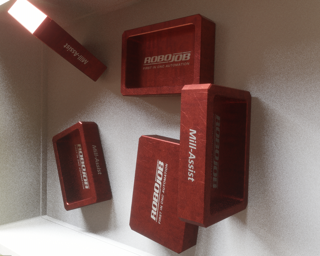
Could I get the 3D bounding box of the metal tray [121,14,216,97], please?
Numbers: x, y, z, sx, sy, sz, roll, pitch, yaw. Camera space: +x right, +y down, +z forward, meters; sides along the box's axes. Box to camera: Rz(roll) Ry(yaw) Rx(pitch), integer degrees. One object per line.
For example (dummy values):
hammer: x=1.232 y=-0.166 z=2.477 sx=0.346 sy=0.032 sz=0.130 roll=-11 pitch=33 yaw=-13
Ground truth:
metal tray: x=0.006 y=-0.086 z=0.398 sx=0.130 sy=0.030 sz=0.089 roll=3 pitch=92 yaw=40

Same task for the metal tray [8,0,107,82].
metal tray: x=-0.146 y=-0.128 z=0.458 sx=0.090 sy=0.130 sz=0.030 roll=40 pitch=91 yaw=32

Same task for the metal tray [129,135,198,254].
metal tray: x=0.009 y=0.079 z=0.397 sx=0.090 sy=0.030 sz=0.129 roll=11 pitch=97 yaw=39

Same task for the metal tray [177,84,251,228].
metal tray: x=0.058 y=0.024 z=0.316 sx=0.030 sy=0.091 sz=0.129 roll=3 pitch=92 yaw=40

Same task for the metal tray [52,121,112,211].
metal tray: x=-0.131 y=0.063 z=0.512 sx=0.090 sy=0.030 sz=0.129 roll=-23 pitch=75 yaw=37
